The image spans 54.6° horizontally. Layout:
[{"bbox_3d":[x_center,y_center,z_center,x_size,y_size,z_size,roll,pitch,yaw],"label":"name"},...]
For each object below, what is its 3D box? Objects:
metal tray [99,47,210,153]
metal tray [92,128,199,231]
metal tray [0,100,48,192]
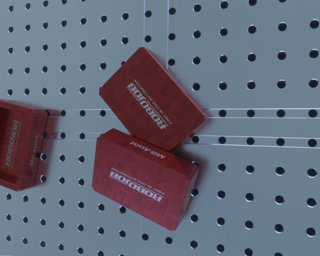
[{"bbox_3d":[-0.010,-0.031,0.414,0.090,0.030,0.130,-43,77,15],"label":"metal tray"},{"bbox_3d":[-0.024,0.065,0.402,0.130,0.030,0.089,23,120,18],"label":"metal tray"},{"bbox_3d":[-0.236,0.025,0.494,0.090,0.030,0.129,14,95,19],"label":"metal tray"}]
